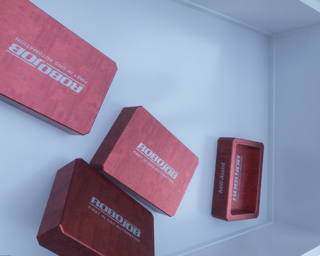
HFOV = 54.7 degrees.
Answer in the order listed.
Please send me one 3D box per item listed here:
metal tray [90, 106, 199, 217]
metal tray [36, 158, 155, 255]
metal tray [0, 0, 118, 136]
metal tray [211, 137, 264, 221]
[{"bbox_3d":[-0.013,0.044,0.394,0.130,0.030,0.090,42,64,-32],"label":"metal tray"},{"bbox_3d":[-0.057,0.102,0.324,0.130,0.030,0.090,46,23,-30],"label":"metal tray"},{"bbox_3d":[-0.115,-0.058,0.308,0.130,0.030,0.090,32,70,-36],"label":"metal tray"},{"bbox_3d":[0.132,0.084,0.516,0.091,0.030,0.129,10,84,-40],"label":"metal tray"}]
